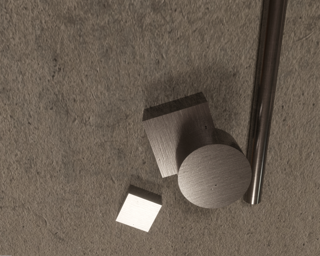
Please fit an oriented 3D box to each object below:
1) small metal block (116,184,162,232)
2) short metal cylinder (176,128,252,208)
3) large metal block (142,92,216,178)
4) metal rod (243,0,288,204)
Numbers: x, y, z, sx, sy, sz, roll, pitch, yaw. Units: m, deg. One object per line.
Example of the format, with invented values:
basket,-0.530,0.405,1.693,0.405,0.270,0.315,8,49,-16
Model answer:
small metal block,-0.031,0.117,0.453,0.050,0.025,0.050,22,108,-9
short metal cylinder,0.060,0.045,0.361,0.081,0.050,0.079,0,110,-1
large metal block,0.029,0.008,0.400,0.080,0.050,0.080,-17,110,5
metal rod,0.134,-0.036,0.398,0.025,0.025,0.298,0,110,-1
